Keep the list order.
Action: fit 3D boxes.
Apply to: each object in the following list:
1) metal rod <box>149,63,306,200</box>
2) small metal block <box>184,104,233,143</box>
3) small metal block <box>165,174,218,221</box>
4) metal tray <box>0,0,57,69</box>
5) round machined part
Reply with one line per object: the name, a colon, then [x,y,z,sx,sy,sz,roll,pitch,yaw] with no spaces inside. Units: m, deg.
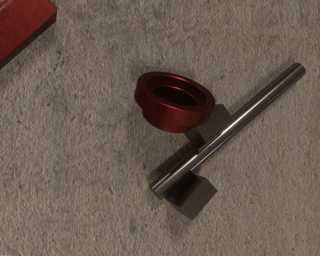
metal rod: [0.107,-0.004,0.450,0.301,0.025,0.025,-38,103,-16]
small metal block: [0.061,-0.007,0.419,0.050,0.050,0.025,-40,104,-16]
small metal block: [0.041,0.089,0.412,0.050,0.050,0.025,-45,105,-14]
metal tray: [-0.191,-0.117,0.336,0.090,0.030,0.130,45,76,-15]
round machined part: [0.016,-0.030,0.387,0.099,0.098,0.042,5,124,-20]
